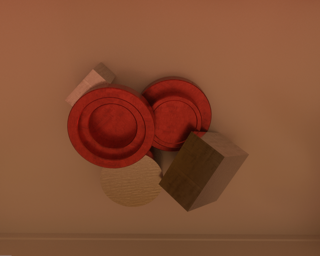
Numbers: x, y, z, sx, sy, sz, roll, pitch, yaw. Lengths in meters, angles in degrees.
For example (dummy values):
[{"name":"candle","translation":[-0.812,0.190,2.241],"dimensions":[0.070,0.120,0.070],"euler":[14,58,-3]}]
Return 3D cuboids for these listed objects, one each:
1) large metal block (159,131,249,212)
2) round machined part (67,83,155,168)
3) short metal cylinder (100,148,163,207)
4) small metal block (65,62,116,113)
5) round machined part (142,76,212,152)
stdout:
[{"name":"large metal block","translation":[0.057,0.052,0.393],"dimensions":[0.050,0.080,0.080],"euler":[40,109,29]},{"name":"round machined part","translation":[-0.055,-0.005,0.367],"dimensions":[0.099,0.042,0.097],"euler":[0,110,-1]},{"name":"short metal cylinder","translation":[-0.036,0.058,0.417],"dimensions":[0.081,0.050,0.079],"euler":[0,110,-1]},{"name":"small metal block","translation":[-0.083,-0.050,0.376],"dimensions":[0.025,0.050,0.050],"euler":[43,105,-14]},{"name":"round machined part","translation":[0.017,-0.014,0.394],"dimensions":[0.099,0.042,0.097],"euler":[0,110,-1]}]
